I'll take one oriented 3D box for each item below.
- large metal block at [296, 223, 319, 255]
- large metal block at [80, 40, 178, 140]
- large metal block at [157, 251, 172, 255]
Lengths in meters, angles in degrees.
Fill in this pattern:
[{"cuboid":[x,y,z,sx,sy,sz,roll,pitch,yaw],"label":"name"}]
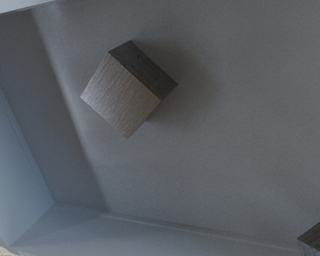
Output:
[{"cuboid":[0.206,0.144,0.340,0.050,0.081,0.080,17,129,64],"label":"large metal block"},{"cuboid":[-0.039,-0.046,0.384,0.080,0.050,0.080,43,129,-1],"label":"large metal block"},{"cuboid":[0.026,0.280,0.555,0.080,0.050,0.079,12,124,21],"label":"large metal block"}]
